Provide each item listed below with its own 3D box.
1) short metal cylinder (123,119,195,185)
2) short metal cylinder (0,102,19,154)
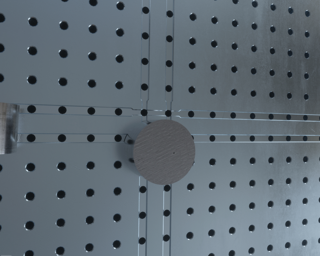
[{"bbox_3d":[-0.002,0.029,0.399,0.081,0.050,0.079,0,90,-20],"label":"short metal cylinder"},{"bbox_3d":[-0.188,-0.001,0.314,0.081,0.080,0.050,3,89,-20],"label":"short metal cylinder"}]
